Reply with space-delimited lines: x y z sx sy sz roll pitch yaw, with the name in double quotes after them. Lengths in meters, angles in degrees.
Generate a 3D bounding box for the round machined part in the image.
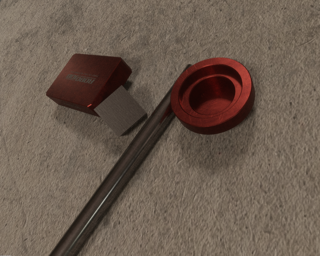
0.066 -0.035 0.378 0.098 0.042 0.098 -12 57 20 "round machined part"

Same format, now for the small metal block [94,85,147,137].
-0.054 -0.023 0.428 0.050 0.025 0.050 -42 91 0 "small metal block"

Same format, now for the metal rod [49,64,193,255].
-0.038 0.040 0.397 0.025 0.025 0.300 27 76 37 "metal rod"

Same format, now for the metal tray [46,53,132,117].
-0.116 -0.072 0.494 0.130 0.030 0.090 16 69 41 "metal tray"

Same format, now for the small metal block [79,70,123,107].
-0.093 -0.061 0.488 0.050 0.025 0.050 0 61 28 "small metal block"
